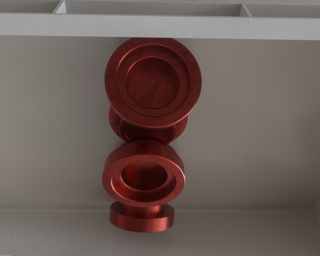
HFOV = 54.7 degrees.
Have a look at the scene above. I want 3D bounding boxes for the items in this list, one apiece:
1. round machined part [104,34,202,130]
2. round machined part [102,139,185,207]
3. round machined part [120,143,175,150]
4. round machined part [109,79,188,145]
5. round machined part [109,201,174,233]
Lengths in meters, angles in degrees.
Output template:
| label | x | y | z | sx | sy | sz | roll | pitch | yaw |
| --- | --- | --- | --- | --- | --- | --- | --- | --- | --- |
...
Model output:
| label | x | y | z | sx | sy | sz | roll | pitch | yaw |
| --- | --- | --- | --- | --- | --- | --- | --- | --- | --- |
| round machined part | -0.008 | -0.046 | 0.332 | 0.099 | 0.097 | 0.042 | 5 | 172 | -5 |
| round machined part | -0.019 | 0.052 | 0.383 | 0.099 | 0.042 | 0.097 | -1 | 130 | 0 |
| round machined part | -0.021 | 0.064 | 0.450 | 0.099 | 0.042 | 0.097 | -1 | 130 | 0 |
| round machined part | -0.015 | -0.010 | 0.387 | 0.099 | 0.042 | 0.097 | -1 | 130 | 0 |
| round machined part | -0.027 | 0.122 | 0.476 | 0.099 | 0.098 | 0.042 | 5 | 93 | -5 |
